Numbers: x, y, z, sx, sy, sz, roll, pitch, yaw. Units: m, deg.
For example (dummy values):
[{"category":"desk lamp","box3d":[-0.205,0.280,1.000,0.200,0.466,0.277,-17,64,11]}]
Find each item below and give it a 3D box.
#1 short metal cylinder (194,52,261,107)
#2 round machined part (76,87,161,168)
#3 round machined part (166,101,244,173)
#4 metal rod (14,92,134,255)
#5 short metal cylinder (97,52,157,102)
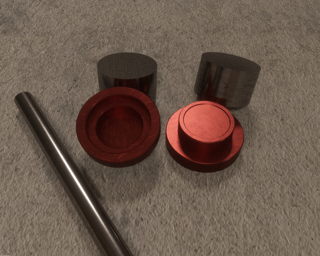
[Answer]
[{"category":"short metal cylinder","box3d":[0.092,-0.068,0.428,0.081,0.050,0.080,9,28,-4]},{"category":"round machined part","box3d":[-0.048,0.002,0.379,0.099,0.042,0.098,0,66,1]},{"category":"round machined part","box3d":[0.057,0.004,0.390,0.099,0.042,0.098,0,50,0]},{"category":"metal rod","box3d":[-0.105,0.053,0.356,0.025,0.025,0.300,-28,56,-22]},{"category":"short metal cylinder","box3d":[-0.045,-0.065,0.431,0.081,0.050,0.080,2,37,-1]}]
